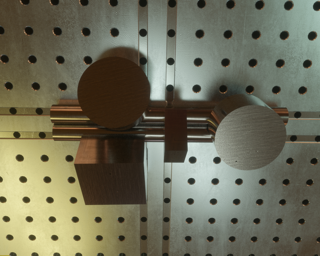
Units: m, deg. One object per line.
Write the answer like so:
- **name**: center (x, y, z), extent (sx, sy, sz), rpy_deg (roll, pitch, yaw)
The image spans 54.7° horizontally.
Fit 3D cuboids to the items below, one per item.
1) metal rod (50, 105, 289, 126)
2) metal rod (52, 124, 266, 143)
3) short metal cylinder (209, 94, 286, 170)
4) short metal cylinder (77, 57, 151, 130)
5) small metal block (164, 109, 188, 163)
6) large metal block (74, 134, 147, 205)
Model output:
- **metal rod**: center (0.013, -0.017, 0.404), extent (0.302, 0.025, 0.025), rpy_deg (1, 110, -1)
- **metal rod**: center (0.012, 0.007, 0.412), extent (0.302, 0.025, 0.025), rpy_deg (1, 110, -1)
- **short metal cylinder**: center (0.102, 0.004, 0.372), extent (0.081, 0.050, 0.079), rpy_deg (0, 110, 0)
- **short metal cylinder**: center (-0.051, -0.038, 0.366), extent (0.081, 0.050, 0.080), rpy_deg (0, 86, -1)
- **small metal block**: center (0.018, 0.011, 0.370), extent (0.025, 0.050, 0.050), rpy_deg (1, 68, -1)
- **large metal block**: center (-0.059, 0.055, 0.401), extent (0.081, 0.050, 0.079), rpy_deg (-1, 130, 0)
